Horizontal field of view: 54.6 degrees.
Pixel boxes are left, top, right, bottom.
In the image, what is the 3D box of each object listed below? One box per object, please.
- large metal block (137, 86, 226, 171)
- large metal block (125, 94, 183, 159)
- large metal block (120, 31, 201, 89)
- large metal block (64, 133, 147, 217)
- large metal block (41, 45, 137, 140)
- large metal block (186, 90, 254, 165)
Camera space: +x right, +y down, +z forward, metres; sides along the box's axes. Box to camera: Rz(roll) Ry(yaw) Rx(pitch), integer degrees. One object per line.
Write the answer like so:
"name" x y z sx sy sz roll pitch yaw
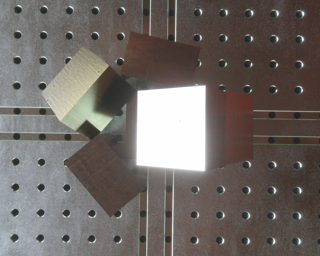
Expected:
"large metal block" 0.023 0.000 0.332 0.080 0.050 0.080 0 89 34
"large metal block" -0.001 -0.002 0.401 0.080 0.050 0.080 1 90 0
"large metal block" 0.001 -0.075 0.386 0.080 0.080 0.050 13 90 0
"large metal block" -0.062 0.053 0.384 0.050 0.080 0.080 -40 91 0
"large metal block" -0.088 -0.044 0.379 0.080 0.080 0.050 -49 134 0
"large metal block" 0.075 0.000 0.378 0.050 0.080 0.080 0 89 38
